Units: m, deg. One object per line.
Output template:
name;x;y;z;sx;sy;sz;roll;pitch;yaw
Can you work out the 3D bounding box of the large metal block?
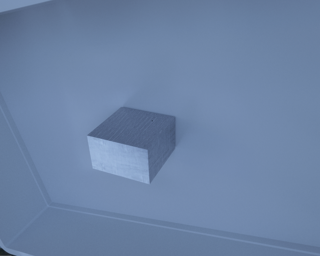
large metal block;-0.033;0.019;0.397;0.080;0.080;0.050;12;123;21
